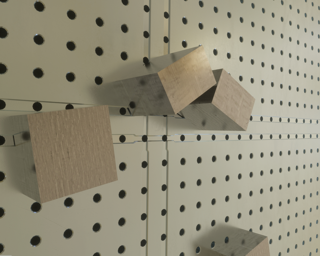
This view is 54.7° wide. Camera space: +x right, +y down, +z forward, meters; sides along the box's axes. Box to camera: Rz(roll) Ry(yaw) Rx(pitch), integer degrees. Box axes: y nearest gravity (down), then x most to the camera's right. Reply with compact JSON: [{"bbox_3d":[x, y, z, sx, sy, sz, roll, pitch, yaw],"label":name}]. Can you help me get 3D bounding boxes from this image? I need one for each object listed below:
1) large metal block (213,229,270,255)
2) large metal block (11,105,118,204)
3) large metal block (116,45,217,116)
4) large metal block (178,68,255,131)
[{"bbox_3d":[0.140,0.228,0.514,0.081,0.050,0.079,-17,101,-39],"label":"large metal block"},{"bbox_3d":[-0.095,0.021,0.314,0.081,0.050,0.079,-11,97,-40],"label":"large metal block"},{"bbox_3d":[0.008,-0.057,0.382,0.080,0.080,0.050,-38,114,-34],"label":"large metal block"},{"bbox_3d":[0.073,-0.036,0.437,0.080,0.080,0.050,32,70,-36],"label":"large metal block"}]
